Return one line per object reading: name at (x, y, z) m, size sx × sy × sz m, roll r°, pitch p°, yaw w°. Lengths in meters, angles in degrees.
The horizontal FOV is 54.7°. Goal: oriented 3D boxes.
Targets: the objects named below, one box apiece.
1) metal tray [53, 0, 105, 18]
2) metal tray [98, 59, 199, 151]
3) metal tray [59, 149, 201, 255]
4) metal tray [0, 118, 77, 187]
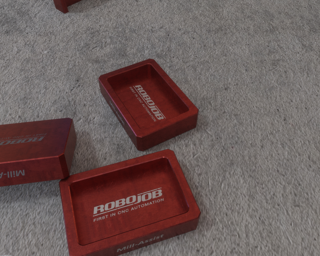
metal tray at (-0.155, -0.290, 0.619) m, size 0.030 × 0.090 × 0.131 m, roll 34°, pitch 58°, yaw 29°
metal tray at (-0.019, -0.038, 0.431) m, size 0.091 × 0.030 × 0.130 m, roll -23°, pitch 54°, yaw -19°
metal tray at (-0.034, 0.080, 0.331) m, size 0.131 × 0.030 × 0.090 m, roll -14°, pitch 52°, yaw -12°
metal tray at (-0.169, 0.027, 0.355) m, size 0.131 × 0.030 × 0.090 m, roll -6°, pitch 29°, yaw -6°
